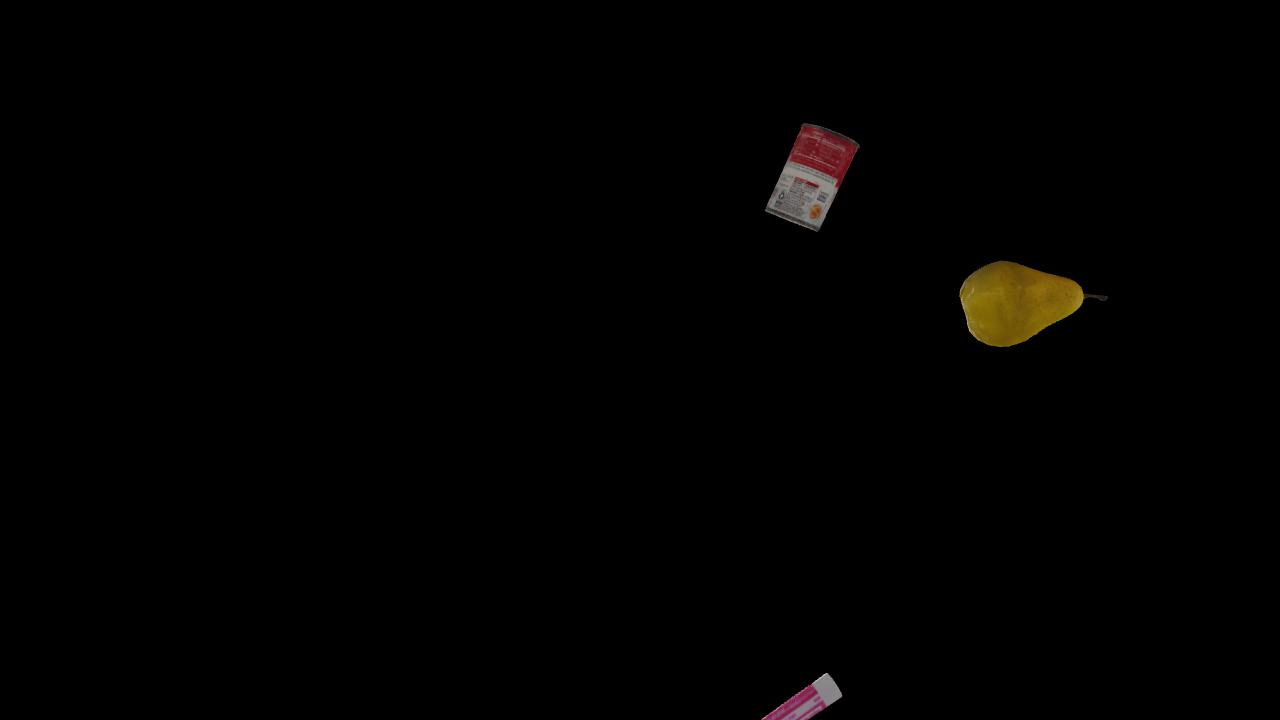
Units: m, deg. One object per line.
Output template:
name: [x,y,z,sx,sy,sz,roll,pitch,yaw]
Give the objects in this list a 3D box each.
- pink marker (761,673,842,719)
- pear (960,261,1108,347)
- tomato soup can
pink marker: [0.098,0.279,0.464,0.121,0.020,0.020,-31,4,-7]
pear: [0.356,-0.057,0.560,0.111,0.080,0.080,-15,-8,31]
tomato soup can: [0.192,-0.203,0.690,0.068,0.101,0.068,21,15,-6]
